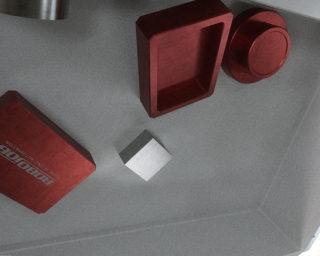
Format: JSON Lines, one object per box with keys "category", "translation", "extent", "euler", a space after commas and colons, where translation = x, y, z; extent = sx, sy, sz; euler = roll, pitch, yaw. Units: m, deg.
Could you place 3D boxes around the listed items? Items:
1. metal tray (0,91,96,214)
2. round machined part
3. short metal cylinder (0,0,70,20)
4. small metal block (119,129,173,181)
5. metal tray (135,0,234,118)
{"category": "metal tray", "translation": [-0.147, 0.032, 0.346], "extent": [0.090, 0.030, 0.130], "euler": [-41, 130, -1]}
{"category": "round machined part", "translation": [0.130, -0.103, 0.407], "extent": [0.099, 0.042, 0.097], "euler": [-14, 125, -21]}
{"category": "short metal cylinder", "translation": [-0.110, -0.120, 0.239], "extent": [0.081, 0.080, 0.050], "euler": [0, 119, -29]}
{"category": "small metal block", "translation": [-0.019, 0.038, 0.423], "extent": [0.050, 0.025, 0.050], "euler": [-43, 130, 1]}
{"category": "metal tray", "translation": [0.023, -0.072, 0.342], "extent": [0.091, 0.030, 0.129], "euler": [-22, 151, -15]}
